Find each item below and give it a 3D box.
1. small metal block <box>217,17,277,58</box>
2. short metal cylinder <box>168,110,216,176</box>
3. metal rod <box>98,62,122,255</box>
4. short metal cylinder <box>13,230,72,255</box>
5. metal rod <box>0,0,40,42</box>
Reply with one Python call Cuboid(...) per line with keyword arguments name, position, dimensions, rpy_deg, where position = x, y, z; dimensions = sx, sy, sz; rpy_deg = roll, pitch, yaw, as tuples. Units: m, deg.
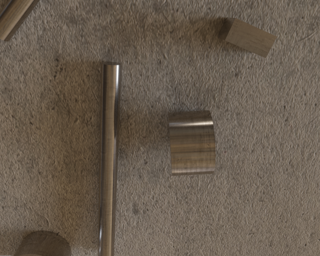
Cuboid(name="small metal block", position=(0.099, -0.106, 0.359), dimensions=(0.050, 0.050, 0.025), rpy_deg=(21, 109, -8))
Cuboid(name="short metal cylinder", position=(0.038, 0.019, 0.388), dimensions=(0.050, 0.080, 0.079), rpy_deg=(-3, 110, 1))
Cuboid(name="metal rod", position=(-0.072, 0.060, 0.431), dimensions=(0.025, 0.025, 0.298), rpy_deg=(4, 110, -2))
Cuboid(name="short metal cylinder", position=(-0.182, 0.205, 0.470), dimensions=(0.081, 0.050, 0.079), rpy_deg=(0, 110, 0))
Cuboid(name="metal rod", position=(-0.087, -0.213, 0.330), dimensions=(0.025, 0.025, 0.299), rpy_deg=(42, 105, -14))
